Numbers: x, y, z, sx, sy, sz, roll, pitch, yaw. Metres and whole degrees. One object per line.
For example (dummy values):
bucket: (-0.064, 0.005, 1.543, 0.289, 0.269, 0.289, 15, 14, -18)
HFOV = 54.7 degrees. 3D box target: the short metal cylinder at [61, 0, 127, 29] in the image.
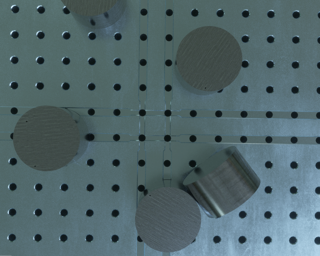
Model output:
short metal cylinder: (-0.086, -0.175, 0.400, 0.081, 0.050, 0.079, 0, 90, -1)

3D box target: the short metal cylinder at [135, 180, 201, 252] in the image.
short metal cylinder: (0.010, 0.111, 0.401, 0.081, 0.050, 0.079, 0, 90, -1)

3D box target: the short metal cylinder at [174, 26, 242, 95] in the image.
short metal cylinder: (0.060, -0.085, 0.402, 0.081, 0.050, 0.079, 0, 90, -1)

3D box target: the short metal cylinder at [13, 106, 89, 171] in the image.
short metal cylinder: (-0.137, 0.012, 0.399, 0.081, 0.050, 0.079, 0, 90, -1)

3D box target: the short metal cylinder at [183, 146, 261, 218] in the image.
short metal cylinder: (0.076, 0.066, 0.387, 0.080, 0.080, 0.050, -36, 90, 0)
